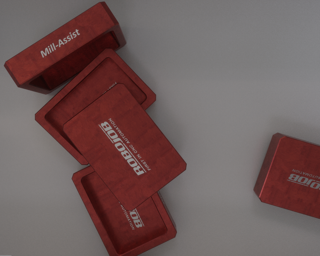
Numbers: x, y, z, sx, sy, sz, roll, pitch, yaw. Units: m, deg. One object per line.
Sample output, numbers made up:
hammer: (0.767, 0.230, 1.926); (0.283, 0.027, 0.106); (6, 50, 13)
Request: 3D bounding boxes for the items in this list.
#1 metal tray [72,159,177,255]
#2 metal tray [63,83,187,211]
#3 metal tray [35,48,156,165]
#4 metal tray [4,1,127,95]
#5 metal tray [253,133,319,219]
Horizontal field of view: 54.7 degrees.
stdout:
metal tray: (-0.045, 0.098, 0.408); (0.090, 0.030, 0.130); (-26, 90, 0)
metal tray: (-0.041, 0.022, 0.377); (0.090, 0.030, 0.130); (-38, 91, 0)
metal tray: (-0.081, -0.027, 0.402); (0.130, 0.030, 0.090); (-44, 97, 0)
metal tray: (-0.108, -0.092, 0.377); (0.130, 0.090, 0.030); (-33, 90, 0)
metal tray: (0.201, 0.067, 0.404); (0.131, 0.030, 0.089); (16, 98, 0)
